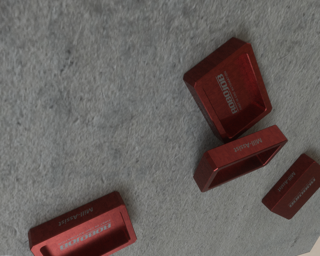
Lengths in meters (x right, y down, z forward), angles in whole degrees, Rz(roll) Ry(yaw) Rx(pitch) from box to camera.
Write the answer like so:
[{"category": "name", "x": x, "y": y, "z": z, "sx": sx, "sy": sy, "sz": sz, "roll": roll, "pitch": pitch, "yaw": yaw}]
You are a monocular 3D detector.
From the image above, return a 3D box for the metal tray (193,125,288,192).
[{"category": "metal tray", "x": 0.122, "y": 0.048, "z": 0.479, "sx": 0.131, "sy": 0.030, "sz": 0.090, "roll": -19, "pitch": 151, "yaw": -18}]

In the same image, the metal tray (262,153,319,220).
[{"category": "metal tray", "x": 0.280, "y": 0.123, "z": 0.637, "sx": 0.090, "sy": 0.030, "sz": 0.130, "roll": 30, "pitch": 102, "yaw": -38}]

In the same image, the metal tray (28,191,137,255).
[{"category": "metal tray", "x": -0.106, "y": 0.155, "z": 0.442, "sx": 0.131, "sy": 0.030, "sz": 0.089, "roll": -22, "pitch": 127, "yaw": -15}]

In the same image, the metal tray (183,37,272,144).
[{"category": "metal tray", "x": 0.098, "y": -0.047, "z": 0.430, "sx": 0.090, "sy": 0.030, "sz": 0.130, "roll": -38, "pitch": 130, "yaw": -3}]
